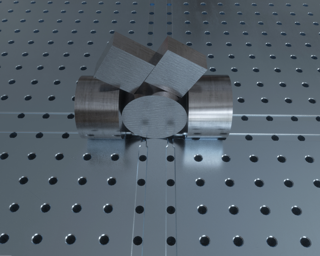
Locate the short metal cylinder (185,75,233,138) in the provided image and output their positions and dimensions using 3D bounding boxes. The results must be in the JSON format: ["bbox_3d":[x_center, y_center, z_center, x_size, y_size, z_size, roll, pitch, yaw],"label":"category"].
[{"bbox_3d":[0.059,-0.027,0.394,0.050,0.080,0.080,0,50,1],"label":"short metal cylinder"}]

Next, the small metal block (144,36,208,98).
[{"bbox_3d":[0.017,-0.067,0.348,0.050,0.050,0.025,21,46,-23],"label":"small metal block"}]

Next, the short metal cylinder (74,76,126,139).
[{"bbox_3d":[-0.072,-0.026,0.392,0.050,0.080,0.080,1,50,1],"label":"short metal cylinder"}]

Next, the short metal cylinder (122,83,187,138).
[{"bbox_3d":[-0.006,-0.031,0.397,0.080,0.080,0.050,1,50,1],"label":"short metal cylinder"}]

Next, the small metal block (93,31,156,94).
[{"bbox_3d":[-0.039,-0.071,0.345,0.050,0.050,0.025,22,46,-23],"label":"small metal block"}]
